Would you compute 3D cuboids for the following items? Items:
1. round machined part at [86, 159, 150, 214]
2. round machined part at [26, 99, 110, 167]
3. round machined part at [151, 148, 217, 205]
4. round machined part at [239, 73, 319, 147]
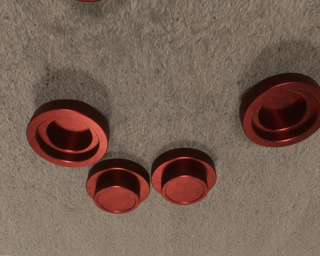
[{"bbox_3d":[-0.065,0.095,0.477,0.099,0.042,0.097,-1,130,0],"label":"round machined part"},{"bbox_3d":[-0.113,0.002,0.396,0.099,0.042,0.097,-1,130,0],"label":"round machined part"},{"bbox_3d":[0.036,0.079,0.464,0.099,0.042,0.097,-1,130,0],"label":"round machined part"},{"bbox_3d":[0.146,-0.025,0.377,0.099,0.042,0.097,-1,130,0],"label":"round machined part"}]
